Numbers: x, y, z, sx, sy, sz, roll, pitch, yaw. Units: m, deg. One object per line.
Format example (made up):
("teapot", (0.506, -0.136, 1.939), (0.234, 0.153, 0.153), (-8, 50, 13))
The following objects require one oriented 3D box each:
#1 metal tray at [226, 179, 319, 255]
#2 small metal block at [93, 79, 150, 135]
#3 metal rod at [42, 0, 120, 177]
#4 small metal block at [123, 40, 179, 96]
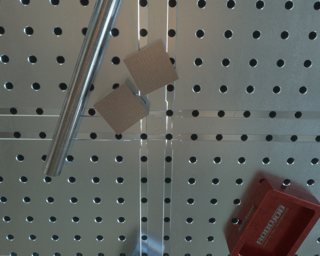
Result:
("metal tray", (0.170, 0.150, 0.467), (0.090, 0.030, 0.129), (20, 109, -8))
("small metal block", (-0.049, -0.027, 0.403), (0.050, 0.025, 0.050), (-34, 107, 11))
("metal rod", (-0.094, -0.069, 0.387), (0.025, 0.025, 0.298), (21, 109, -8))
("small metal block", (-0.010, -0.075, 0.386), (0.050, 0.025, 0.050), (-25, 108, 8))
